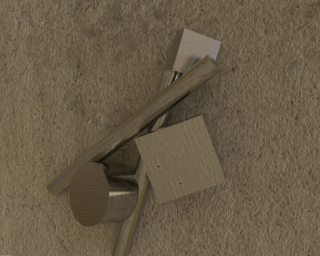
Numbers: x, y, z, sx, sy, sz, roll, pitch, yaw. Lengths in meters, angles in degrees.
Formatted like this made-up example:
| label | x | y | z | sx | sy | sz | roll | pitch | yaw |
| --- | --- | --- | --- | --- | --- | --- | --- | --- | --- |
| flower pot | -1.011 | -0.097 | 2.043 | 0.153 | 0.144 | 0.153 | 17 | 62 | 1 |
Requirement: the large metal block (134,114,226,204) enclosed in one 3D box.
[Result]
| label | x | y | z | sx | sy | sz | roll | pitch | yaw |
| --- | --- | --- | --- | --- | --- | --- | --- | --- | --- |
| large metal block | 0.025 | 0.034 | 0.372 | 0.080 | 0.050 | 0.080 | -20 | 93 | 6 |

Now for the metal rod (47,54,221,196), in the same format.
| label | x | y | z | sx | sy | sz | roll | pitch | yaw |
| --- | --- | --- | --- | --- | --- | --- | --- | --- | --- |
| metal rod | -0.049 | 0.009 | 0.409 | 0.299 | 0.025 | 0.025 | -37 | 78 | 23 |

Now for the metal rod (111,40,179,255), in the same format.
| label | x | y | z | sx | sy | sz | roll | pitch | yaw |
| --- | --- | --- | --- | --- | --- | --- | --- | --- | --- |
| metal rod | -0.014 | 0.033 | 0.414 | 0.025 | 0.025 | 0.298 | 18 | 96 | 19 |

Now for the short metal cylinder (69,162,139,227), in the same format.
| label | x | y | z | sx | sy | sz | roll | pitch | yaw |
| --- | --- | --- | --- | --- | --- | --- | --- | --- | --- |
| short metal cylinder | -0.075 | 0.086 | 0.410 | 0.080 | 0.050 | 0.080 | -7 | 79 | 39 |

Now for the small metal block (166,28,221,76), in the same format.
| label | x | y | z | sx | sy | sz | roll | pitch | yaw |
| --- | --- | --- | --- | --- | --- | --- | --- | --- | --- |
| small metal block | 0.041 | -0.089 | 0.382 | 0.050 | 0.025 | 0.050 | 14 | 96 | -21 |
